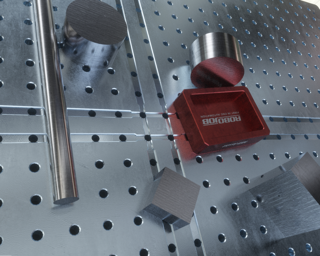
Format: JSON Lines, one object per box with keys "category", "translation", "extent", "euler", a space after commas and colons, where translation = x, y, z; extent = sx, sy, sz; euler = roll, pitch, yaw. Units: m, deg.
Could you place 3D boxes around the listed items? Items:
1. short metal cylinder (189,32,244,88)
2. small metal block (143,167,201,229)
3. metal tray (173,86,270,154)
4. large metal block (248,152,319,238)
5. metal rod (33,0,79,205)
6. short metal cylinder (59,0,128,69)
{"category": "short metal cylinder", "translation": [0.086, -0.101, 0.481], "extent": [0.081, 0.080, 0.050], "euler": [13, 56, -21]}
{"category": "small metal block", "translation": [0.015, 0.082, 0.366], "extent": [0.050, 0.025, 0.050], "euler": [30, 52, -9]}
{"category": "metal tray", "translation": [0.094, -0.016, 0.465], "extent": [0.131, 0.030, 0.090], "euler": [-8, 66, -32]}
{"category": "large metal block", "translation": [0.183, 0.091, 0.416], "extent": [0.050, 0.080, 0.080], "euler": [-29, 78, -38]}
{"category": "metal rod", "translation": [-0.130, -0.058, 0.373], "extent": [0.025, 0.025, 0.299], "euler": [-1, 62, -29]}
{"category": "short metal cylinder", "translation": [-0.091, -0.127, 0.421], "extent": [0.081, 0.050, 0.080], "euler": [14, 56, -21]}
